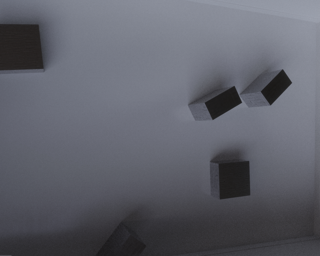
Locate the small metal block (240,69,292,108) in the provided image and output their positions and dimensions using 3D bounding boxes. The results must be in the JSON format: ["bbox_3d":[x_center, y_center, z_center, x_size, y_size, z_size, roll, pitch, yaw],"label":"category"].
[{"bbox_3d":[0.154,-0.057,0.454,0.050,0.050,0.025,-43,104,-15],"label":"small metal block"}]

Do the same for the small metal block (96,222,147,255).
[{"bbox_3d":[-0.049,0.150,0.379,0.025,0.050,0.050,42,77,-15],"label":"small metal block"}]

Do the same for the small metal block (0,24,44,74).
[{"bbox_3d":[-0.161,-0.089,0.351,0.050,0.025,0.050,-6,92,-20],"label":"small metal block"}]

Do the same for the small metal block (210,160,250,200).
[{"bbox_3d":[0.101,0.073,0.448,0.050,0.025,0.050,-2,91,-20],"label":"small metal block"}]

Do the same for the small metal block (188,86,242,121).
[{"bbox_3d":[0.074,-0.033,0.424,0.050,0.050,0.025,-30,100,-18],"label":"small metal block"}]
